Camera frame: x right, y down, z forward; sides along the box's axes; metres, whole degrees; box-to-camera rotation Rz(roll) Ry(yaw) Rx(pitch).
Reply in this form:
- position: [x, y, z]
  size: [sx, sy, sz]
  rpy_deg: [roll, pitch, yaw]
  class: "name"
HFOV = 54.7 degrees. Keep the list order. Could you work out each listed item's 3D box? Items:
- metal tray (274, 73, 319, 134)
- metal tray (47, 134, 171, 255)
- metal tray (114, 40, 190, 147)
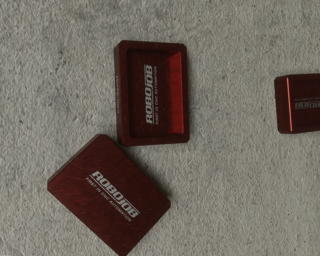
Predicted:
- position: [0.249, -0.041, 0.497]
  size: [0.131, 0.030, 0.089]
  rpy_deg: [-6, 92, -20]
  class: "metal tray"
- position: [-0.061, 0.082, 0.384]
  size: [0.090, 0.030, 0.130]
  rpy_deg: [-45, 104, -14]
  class: "metal tray"
- position: [-0.010, -0.044, 0.402]
  size: [0.091, 0.030, 0.129]
  rpy_deg: [-2, 91, -20]
  class: "metal tray"
